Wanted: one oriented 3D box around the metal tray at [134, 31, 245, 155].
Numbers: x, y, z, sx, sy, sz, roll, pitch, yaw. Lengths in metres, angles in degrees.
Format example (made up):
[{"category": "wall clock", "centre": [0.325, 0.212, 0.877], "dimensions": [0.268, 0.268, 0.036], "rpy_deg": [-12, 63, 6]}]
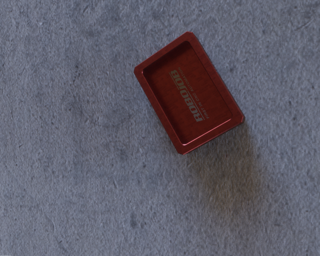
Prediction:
[{"category": "metal tray", "centre": [0.036, -0.043, 0.393], "dimensions": [0.090, 0.030, 0.130], "rpy_deg": [-31, 80, 17]}]
